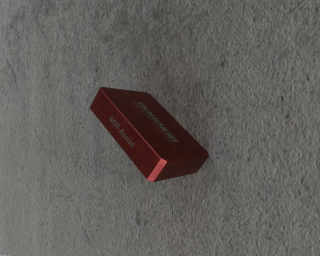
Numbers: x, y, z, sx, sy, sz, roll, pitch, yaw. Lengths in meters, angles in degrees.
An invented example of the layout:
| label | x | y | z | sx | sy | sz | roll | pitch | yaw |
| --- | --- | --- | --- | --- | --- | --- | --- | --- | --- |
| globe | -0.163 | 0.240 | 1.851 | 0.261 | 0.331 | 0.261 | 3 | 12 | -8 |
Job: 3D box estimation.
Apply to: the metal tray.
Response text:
| label | x | y | z | sx | sy | sz | roll | pitch | yaw |
| --- | --- | --- | --- | --- | --- | --- | --- | --- | --- |
| metal tray | -0.013 | 0.003 | 0.373 | 0.130 | 0.091 | 0.030 | 47 | 118 | 29 |
